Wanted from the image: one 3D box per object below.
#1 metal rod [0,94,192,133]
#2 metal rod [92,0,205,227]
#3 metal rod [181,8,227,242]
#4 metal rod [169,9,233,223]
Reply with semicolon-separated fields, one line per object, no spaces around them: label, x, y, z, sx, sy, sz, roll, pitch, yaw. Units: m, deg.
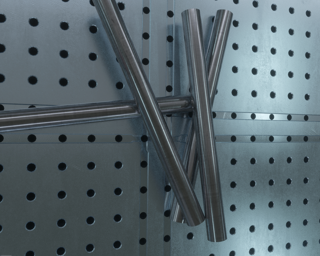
metal rod;-0.100;-0.017;0.375;0.302;0.025;0.025;-7;93;-20
metal rod;-0.010;-0.016;0.380;0.025;0.025;0.299;-25;99;-18
metal rod;0.057;-0.005;0.406;0.025;0.025;0.298;-6;88;-20
metal rod;0.058;-0.019;0.433;0.025;0.025;0.299;15;85;-20
